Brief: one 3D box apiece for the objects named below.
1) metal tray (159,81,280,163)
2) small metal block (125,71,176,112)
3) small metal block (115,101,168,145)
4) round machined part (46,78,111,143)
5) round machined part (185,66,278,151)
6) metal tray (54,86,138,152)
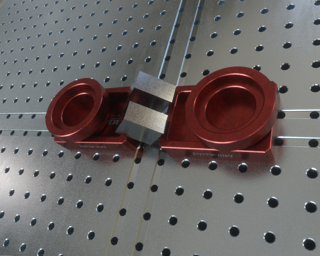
[{"bbox_3d":[0.071,-0.009,0.374,0.130,0.030,0.090,1,62,28],"label":"metal tray"},{"bbox_3d":[-0.013,-0.044,0.408,0.050,0.050,0.025,136,151,-62],"label":"small metal block"},{"bbox_3d":[-0.024,-0.005,0.389,0.050,0.050,0.025,136,151,-62],"label":"small metal block"},{"bbox_3d":[-0.114,-0.022,0.455,0.098,0.042,0.098,-13,56,21],"label":"round machined part"},{"bbox_3d":[0.081,-0.018,0.350,0.098,0.042,0.098,-13,56,21],"label":"round machined part"},{"bbox_3d":[-0.087,-0.013,0.461,0.130,0.030,0.090,0,63,28],"label":"metal tray"}]
